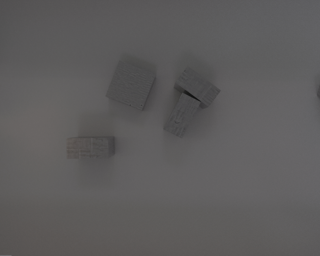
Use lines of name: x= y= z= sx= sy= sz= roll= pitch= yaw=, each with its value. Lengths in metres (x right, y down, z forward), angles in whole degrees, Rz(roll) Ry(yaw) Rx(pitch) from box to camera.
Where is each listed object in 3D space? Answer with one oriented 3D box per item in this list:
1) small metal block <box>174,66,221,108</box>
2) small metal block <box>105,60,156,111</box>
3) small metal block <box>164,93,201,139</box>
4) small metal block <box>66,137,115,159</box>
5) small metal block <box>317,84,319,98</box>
small metal block: x=0.046 y=-0.050 z=0.399 sx=0.050 sy=0.050 sz=0.025 roll=36 pitch=90 yaw=0
small metal block: x=-0.038 y=-0.055 z=0.411 sx=0.050 sy=0.025 sz=0.050 roll=21 pitch=90 yaw=0
small metal block: x=0.027 y=-0.015 z=0.399 sx=0.025 sy=0.050 sz=0.050 roll=27 pitch=90 yaw=0
small metal block: x=-0.087 y=0.024 z=0.398 sx=0.050 sy=0.050 sz=0.025 roll=-1 pitch=90 yaw=0
small metal block: x=0.244 y=-0.043 z=0.401 sx=0.050 sy=0.025 sz=0.050 roll=-24 pitch=55 yaw=0
